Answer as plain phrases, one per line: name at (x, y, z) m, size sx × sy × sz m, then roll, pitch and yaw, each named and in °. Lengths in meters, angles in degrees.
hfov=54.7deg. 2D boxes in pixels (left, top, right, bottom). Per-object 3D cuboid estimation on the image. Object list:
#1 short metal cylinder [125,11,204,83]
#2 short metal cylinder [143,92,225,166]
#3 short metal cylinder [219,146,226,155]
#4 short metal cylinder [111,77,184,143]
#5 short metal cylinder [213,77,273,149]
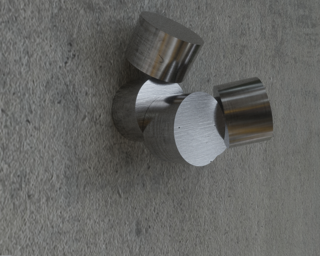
short metal cylinder at (0.005, -0.096, 0.368) m, size 0.081 × 0.080 × 0.050 m, roll 0°, pitch 129°, yaw -40°
short metal cylinder at (0.028, 0.001, 0.350) m, size 0.081 × 0.050 × 0.079 m, roll 0°, pitch 90°, yaw -40°
short metal cylinder at (0.057, -0.001, 0.440) m, size 0.081 × 0.050 × 0.079 m, roll 0°, pitch 90°, yaw -40°
short metal cylinder at (-0.012, -0.021, 0.381) m, size 0.081 × 0.050 × 0.079 m, roll 0°, pitch 90°, yaw -40°
short metal cylinder at (0.100, -0.019, 0.382) m, size 0.050 × 0.080 × 0.079 m, roll -12°, pitch 101°, yaw 4°
